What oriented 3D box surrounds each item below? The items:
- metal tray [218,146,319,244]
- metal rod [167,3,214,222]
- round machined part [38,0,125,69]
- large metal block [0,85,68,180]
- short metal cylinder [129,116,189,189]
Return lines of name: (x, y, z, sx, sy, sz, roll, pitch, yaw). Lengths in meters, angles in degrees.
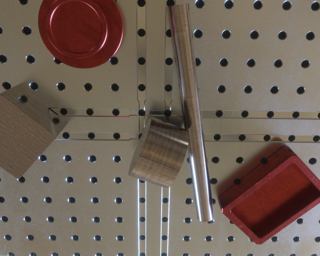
metal tray: (0.163, 0.100, 0.449, 0.130, 0.030, 0.090, -42, 105, 13)
metal rod: (0.045, -0.005, 0.412, 0.025, 0.025, 0.298, -9, 110, 3)
round machined part: (-0.092, -0.118, 0.360, 0.099, 0.042, 0.097, 0, 110, -1)
large metal block: (-0.183, 0.005, 0.399, 0.080, 0.050, 0.080, 41, 105, -14)
short metal cylinder: (-0.002, 0.031, 0.396, 0.050, 0.080, 0.079, 21, 109, -8)
